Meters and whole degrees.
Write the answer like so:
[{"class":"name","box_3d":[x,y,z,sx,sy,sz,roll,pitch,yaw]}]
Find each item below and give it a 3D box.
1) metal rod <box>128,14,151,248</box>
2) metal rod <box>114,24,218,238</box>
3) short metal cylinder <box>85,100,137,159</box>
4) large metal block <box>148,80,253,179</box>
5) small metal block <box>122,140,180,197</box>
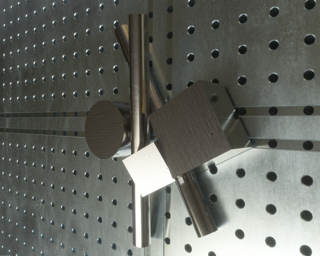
[{"class":"metal rod","box_3d":[-0.025,0.011,0.400,0.025,0.025,0.298,8,103,39]},{"class":"metal rod","box_3d":[0.001,-0.009,0.403,0.025,0.025,0.299,-35,69,34]},{"class":"short metal cylinder","box_3d":[-0.061,0.002,0.439,0.080,0.050,0.079,0,90,39]},{"class":"large metal block","box_3d":[0.044,0.003,0.352,0.080,0.050,0.080,-34,69,35]},{"class":"small metal block","box_3d":[-0.009,0.047,0.370,0.050,0.025,0.050,-32,85,27]}]
